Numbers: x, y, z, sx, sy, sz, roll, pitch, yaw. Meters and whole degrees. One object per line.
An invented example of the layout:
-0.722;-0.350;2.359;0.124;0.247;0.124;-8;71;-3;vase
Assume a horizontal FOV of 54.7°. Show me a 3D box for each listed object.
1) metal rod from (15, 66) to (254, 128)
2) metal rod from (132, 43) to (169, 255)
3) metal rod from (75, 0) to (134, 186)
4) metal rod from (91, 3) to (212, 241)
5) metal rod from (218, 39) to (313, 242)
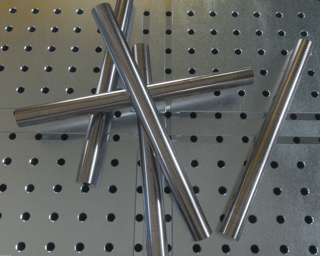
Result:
-0.028;-0.041;0.398;0.302;0.025;0.025;-11;71;-5;metal rod
-0.015;0.023;0.403;0.025;0.025;0.299;-5;70;-2;metal rod
-0.073;-0.070;0.436;0.025;0.025;0.299;7;70;2;metal rod
-0.011;-0.008;0.371;0.025;0.025;0.299;-24;88;-9;metal rod
0.147;0.003;0.412;0.025;0.025;0.300;25;72;8;metal rod
